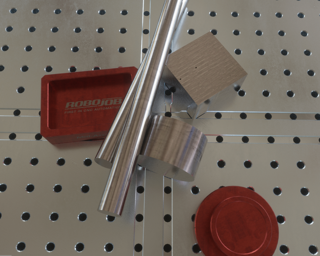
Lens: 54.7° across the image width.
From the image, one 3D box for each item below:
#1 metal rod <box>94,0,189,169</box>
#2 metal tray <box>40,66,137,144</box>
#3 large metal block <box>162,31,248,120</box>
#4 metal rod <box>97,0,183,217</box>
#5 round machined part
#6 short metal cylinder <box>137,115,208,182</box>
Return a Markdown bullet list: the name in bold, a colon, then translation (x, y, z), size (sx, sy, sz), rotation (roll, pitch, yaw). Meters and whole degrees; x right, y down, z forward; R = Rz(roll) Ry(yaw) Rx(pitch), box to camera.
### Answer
- **metal rod**: translation (-0.013, -0.083, 0.415), size (0.025, 0.025, 0.300), rotation (18, 61, 6)
- **metal tray**: translation (-0.090, -0.032, 0.419), size (0.131, 0.030, 0.090), rotation (-6, 70, -3)
- **large metal block**: translation (0.057, -0.071, 0.425), size (0.080, 0.050, 0.080), rotation (-32, 74, -12)
- **metal rod**: translation (-0.015, -0.046, 0.369), size (0.025, 0.025, 0.300), rotation (13, 64, 4)
- **round machined part**: translation (0.090, 0.116, 0.361), size (0.099, 0.042, 0.098), rotation (0, 70, -1)
- **short metal cylinder**: translation (0.011, 0.026, 0.373), size (0.080, 0.080, 0.050), rotation (19, 71, 6)
